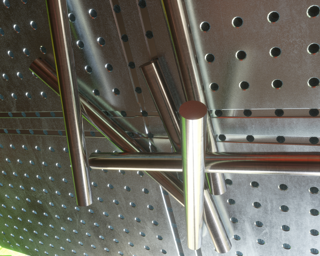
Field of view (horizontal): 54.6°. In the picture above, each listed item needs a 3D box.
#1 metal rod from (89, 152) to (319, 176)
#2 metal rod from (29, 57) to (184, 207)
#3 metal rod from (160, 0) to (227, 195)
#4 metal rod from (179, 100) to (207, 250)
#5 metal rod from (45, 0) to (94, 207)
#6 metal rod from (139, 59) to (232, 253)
[{"bbox_3d":[0.034,0.042,0.386,0.300,0.025,0.025,-3,117,29],"label":"metal rod"},{"bbox_3d":[-0.068,0.007,0.451,0.300,0.025,0.025,42,129,-1],"label":"metal rod"},{"bbox_3d":[0.039,-0.047,0.361,0.025,0.025,0.299,-3,117,29],"label":"metal rod"},{"bbox_3d":[0.042,0.084,0.387,0.025,0.025,0.299,15,142,19],"label":"metal rod"},{"bbox_3d":[-0.122,-0.027,0.426,0.025,0.025,0.298,7,111,25],"label":"metal rod"},{"bbox_3d":[0.042,0.052,0.421,0.025,0.025,0.299,-10,114,32],"label":"metal rod"}]
